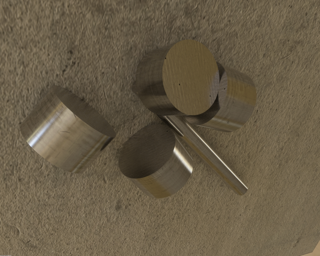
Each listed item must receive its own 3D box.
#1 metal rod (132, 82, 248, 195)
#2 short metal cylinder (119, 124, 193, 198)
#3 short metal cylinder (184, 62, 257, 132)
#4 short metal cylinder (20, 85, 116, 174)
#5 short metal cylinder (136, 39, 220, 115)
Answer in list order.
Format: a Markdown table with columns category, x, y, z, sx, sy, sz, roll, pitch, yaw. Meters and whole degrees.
| category | x | y | z | sx | sy | sz | roll | pitch | yaw |
| --- | --- | --- | --- | --- | --- | --- | --- | --- | --- |
| metal rod | 0.061 | 0.029 | 0.457 | 0.025 | 0.025 | 0.300 | -44 | 129 | 2 |
| short metal cylinder | -0.005 | 0.042 | 0.394 | 0.080 | 0.080 | 0.050 | -39 | 129 | -2 |
| short metal cylinder | 0.071 | -0.038 | 0.387 | 0.050 | 0.080 | 0.080 | 13 | 112 | -34 |
| short metal cylinder | -0.093 | 0.001 | 0.321 | 0.050 | 0.080 | 0.080 | -48 | 129 | 6 |
| short metal cylinder | 0.020 | -0.054 | 0.348 | 0.081 | 0.050 | 0.079 | -1 | 92 | -36 |
